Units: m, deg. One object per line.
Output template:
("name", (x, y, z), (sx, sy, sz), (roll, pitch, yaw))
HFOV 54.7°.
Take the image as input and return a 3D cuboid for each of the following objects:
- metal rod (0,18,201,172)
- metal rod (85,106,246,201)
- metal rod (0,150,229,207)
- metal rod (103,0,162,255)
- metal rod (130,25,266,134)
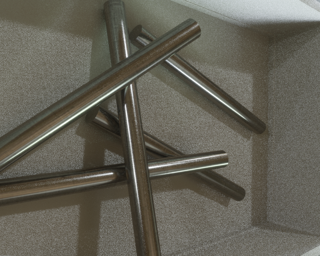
("metal rod", (-0.071, -0.030, 0.306), (0.301, 0.025, 0.025), (-38, 114, -22))
("metal rod", (0.029, 0.047, 0.432), (0.301, 0.025, 0.025), (31, 70, -36))
("metal rod", (-0.037, 0.052, 0.356), (0.303, 0.025, 0.025), (-4, 93, -34))
("metal rod", (-0.031, 0.002, 0.341), (0.025, 0.025, 0.298), (-1, 79, -40))
("metal rod", (0.075, -0.058, 0.471), (0.301, 0.025, 0.025), (29, 72, -37))
